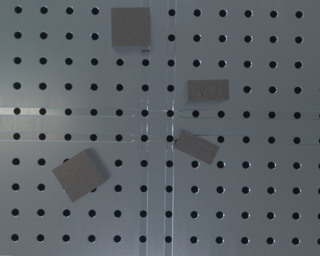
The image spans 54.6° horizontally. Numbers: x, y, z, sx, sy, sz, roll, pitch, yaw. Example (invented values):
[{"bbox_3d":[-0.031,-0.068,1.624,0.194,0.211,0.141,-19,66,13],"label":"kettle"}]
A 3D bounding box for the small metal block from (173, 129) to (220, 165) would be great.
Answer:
[{"bbox_3d":[0.045,0.023,0.401,0.050,0.050,0.025,26,90,0],"label":"small metal block"}]

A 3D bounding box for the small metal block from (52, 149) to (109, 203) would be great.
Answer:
[{"bbox_3d":[-0.105,0.062,0.413,0.050,0.025,0.050,-33,90,0],"label":"small metal block"}]

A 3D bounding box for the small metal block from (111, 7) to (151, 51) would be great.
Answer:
[{"bbox_3d":[-0.038,-0.131,0.413,0.050,0.025,0.050,-1,90,0],"label":"small metal block"}]

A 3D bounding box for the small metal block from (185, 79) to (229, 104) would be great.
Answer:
[{"bbox_3d":[0.059,-0.046,0.401,0.050,0.050,0.025,-2,90,0],"label":"small metal block"}]
